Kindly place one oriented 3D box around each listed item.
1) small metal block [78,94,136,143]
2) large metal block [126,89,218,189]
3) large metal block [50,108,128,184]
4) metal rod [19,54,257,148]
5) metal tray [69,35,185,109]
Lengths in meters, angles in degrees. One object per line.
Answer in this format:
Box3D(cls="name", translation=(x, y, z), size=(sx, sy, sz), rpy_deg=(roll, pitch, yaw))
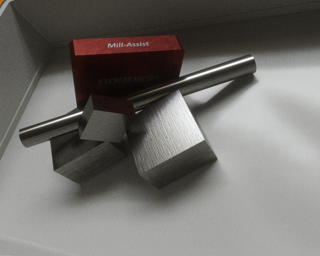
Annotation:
Box3D(cls="small metal block", translation=(-0.063, -0.010, 0.363), size=(0.050, 0.050, 0.025), rpy_deg=(-55, 40, 38))
Box3D(cls="large metal block", translation=(0.010, 0.014, 0.373), size=(0.080, 0.050, 0.080), rpy_deg=(-29, 52, 9))
Box3D(cls="large metal block", translation=(-0.101, 0.017, 0.426), size=(0.080, 0.050, 0.080), rpy_deg=(-29, 52, 9))
Box3D(cls="metal rod", translation=(-0.026, -0.035, 0.390), size=(0.302, 0.025, 0.025), rpy_deg=(-18, 53, -2))
Box3D(cls="metal tray", translation=(-0.042, -0.068, 0.390), size=(0.131, 0.089, 0.030), rpy_deg=(-7, 54, -14))
